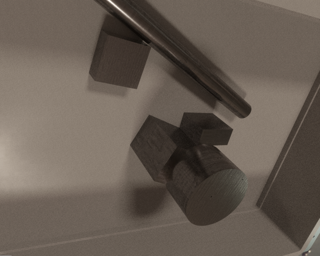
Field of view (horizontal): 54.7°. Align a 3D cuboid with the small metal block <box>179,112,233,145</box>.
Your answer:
[{"bbox_3d":[0.063,0.001,0.430,0.050,0.050,0.025,0,118,-29],"label":"small metal block"}]

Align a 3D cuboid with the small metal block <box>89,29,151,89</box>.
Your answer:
[{"bbox_3d":[-0.044,-0.074,0.340,0.050,0.025,0.050,7,115,-32],"label":"small metal block"}]

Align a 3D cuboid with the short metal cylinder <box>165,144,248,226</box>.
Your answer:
[{"bbox_3d":[0.053,0.066,0.361,0.081,0.050,0.079,-14,125,-21],"label":"short metal cylinder"}]

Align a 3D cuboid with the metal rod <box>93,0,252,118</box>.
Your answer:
[{"bbox_3d":[0.024,-0.085,0.370,0.301,0.025,0.025,31,101,-38],"label":"metal rod"}]

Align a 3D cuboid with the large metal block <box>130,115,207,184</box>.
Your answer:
[{"bbox_3d":[0.019,0.034,0.406,0.080,0.080,0.050,23,106,-37],"label":"large metal block"}]
